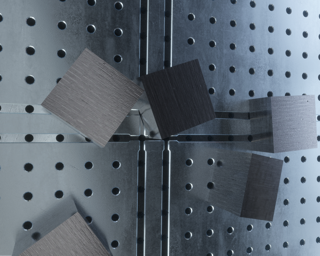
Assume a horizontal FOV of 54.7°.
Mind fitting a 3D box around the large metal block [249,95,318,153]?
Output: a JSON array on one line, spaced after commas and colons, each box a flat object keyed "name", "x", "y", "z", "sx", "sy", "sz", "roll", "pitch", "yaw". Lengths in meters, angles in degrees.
[{"name": "large metal block", "x": 0.186, "y": -0.007, "z": 0.470, "sx": 0.081, "sy": 0.050, "sz": 0.079, "roll": -4, "pitch": 92, "yaw": -20}]

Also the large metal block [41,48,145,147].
[{"name": "large metal block", "x": -0.078, "y": -0.032, "z": 0.366, "sx": 0.080, "sy": 0.050, "sz": 0.080, "roll": 36, "pitch": 78, "yaw": -9}]

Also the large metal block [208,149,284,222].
[{"name": "large metal block", "x": 0.115, "y": 0.075, "z": 0.428, "sx": 0.050, "sy": 0.080, "sz": 0.080, "roll": 14, "pitch": 86, "yaw": -20}]

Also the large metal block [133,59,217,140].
[{"name": "large metal block", "x": 0.016, "y": -0.037, "z": 0.406, "sx": 0.081, "sy": 0.050, "sz": 0.080, "roll": -21, "pitch": 97, "yaw": -19}]

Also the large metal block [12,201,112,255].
[{"name": "large metal block", "x": -0.109, "y": 0.147, "z": 0.360, "sx": 0.080, "sy": 0.050, "sz": 0.080, "roll": -36, "pitch": 102, "yaw": -17}]
